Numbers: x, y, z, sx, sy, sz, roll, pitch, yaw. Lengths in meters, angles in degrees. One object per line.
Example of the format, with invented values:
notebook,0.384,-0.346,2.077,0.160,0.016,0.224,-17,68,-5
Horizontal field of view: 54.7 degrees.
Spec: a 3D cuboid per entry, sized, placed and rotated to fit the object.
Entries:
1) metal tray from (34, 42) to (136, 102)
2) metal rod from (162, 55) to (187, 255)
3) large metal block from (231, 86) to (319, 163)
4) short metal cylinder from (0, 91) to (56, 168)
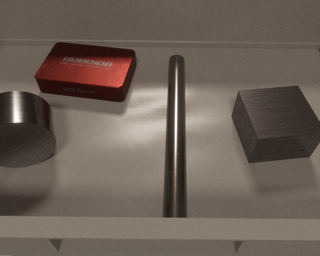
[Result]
metal tray,-0.109,-0.088,0.474,0.131,0.030,0.090,7,50,5
metal rod,0.020,0.008,0.398,0.025,0.025,0.300,2,50,1
large metal block,0.146,-0.006,0.396,0.081,0.050,0.080,-5,50,-5
short metal cylinder,-0.167,0.003,0.365,0.081,0.080,0.050,-14,52,-12
